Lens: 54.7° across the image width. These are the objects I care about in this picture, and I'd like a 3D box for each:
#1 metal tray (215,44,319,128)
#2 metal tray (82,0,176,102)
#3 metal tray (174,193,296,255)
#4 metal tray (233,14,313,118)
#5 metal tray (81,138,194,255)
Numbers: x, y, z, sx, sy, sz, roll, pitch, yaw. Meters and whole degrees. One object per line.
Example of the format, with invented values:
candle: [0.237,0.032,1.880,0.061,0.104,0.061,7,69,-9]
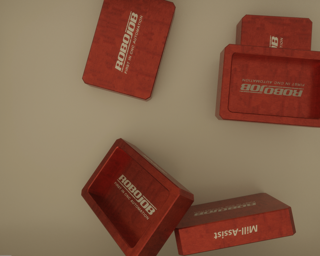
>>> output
metal tray: [0.138,-0.050,0.379,0.131,0.030,0.089,5,90,0]
metal tray: [-0.040,-0.109,0.408,0.090,0.030,0.129,15,90,0]
metal tray: [0.082,0.113,0.379,0.131,0.090,0.030,-10,89,0]
metal tray: [0.147,-0.078,0.410,0.091,0.030,0.129,3,90,0]
metal tray: [-0.033,0.079,0.367,0.030,0.130,0.090,35,90,-45]
